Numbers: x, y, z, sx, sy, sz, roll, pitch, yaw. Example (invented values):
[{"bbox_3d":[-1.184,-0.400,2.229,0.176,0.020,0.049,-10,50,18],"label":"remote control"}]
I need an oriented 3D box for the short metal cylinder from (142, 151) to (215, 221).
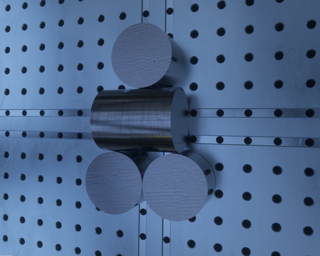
[{"bbox_3d":[0.025,0.070,0.388,0.080,0.050,0.079,0,90,19],"label":"short metal cylinder"}]

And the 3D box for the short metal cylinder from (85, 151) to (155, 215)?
[{"bbox_3d":[-0.051,0.070,0.415,0.080,0.050,0.079,0,90,19],"label":"short metal cylinder"}]

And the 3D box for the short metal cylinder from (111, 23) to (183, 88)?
[{"bbox_3d":[-0.015,-0.089,0.404,0.080,0.050,0.079,0,90,19],"label":"short metal cylinder"}]

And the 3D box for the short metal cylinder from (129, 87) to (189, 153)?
[{"bbox_3d":[0.001,-0.010,0.383,0.050,0.080,0.079,0,90,20],"label":"short metal cylinder"}]

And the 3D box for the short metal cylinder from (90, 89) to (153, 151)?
[{"bbox_3d":[-0.046,-0.010,0.399,0.050,0.080,0.079,0,90,20],"label":"short metal cylinder"}]
